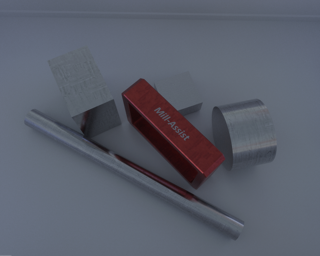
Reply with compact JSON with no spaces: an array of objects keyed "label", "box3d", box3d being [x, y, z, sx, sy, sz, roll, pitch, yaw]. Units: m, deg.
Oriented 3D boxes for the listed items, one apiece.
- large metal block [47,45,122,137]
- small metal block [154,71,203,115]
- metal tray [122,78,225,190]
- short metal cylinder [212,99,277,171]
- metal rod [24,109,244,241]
[{"label":"large metal block","box3d":[-0.092,-0.042,0.393,0.050,0.080,0.080,-25,72,-9]},{"label":"small metal block","box3d":[0.024,-0.044,0.423,0.050,0.025,0.050,-19,71,-7]},{"label":"metal tray","box3d":[0.012,0.010,0.369,0.030,0.090,0.130,-42,76,-14]},{"label":"short metal cylinder","box3d":[0.099,0.008,0.377,0.050,0.080,0.080,-11,71,-3]},{"label":"metal rod","box3d":[-0.039,0.054,0.388,0.301,0.025,0.025,27,72,9]}]
